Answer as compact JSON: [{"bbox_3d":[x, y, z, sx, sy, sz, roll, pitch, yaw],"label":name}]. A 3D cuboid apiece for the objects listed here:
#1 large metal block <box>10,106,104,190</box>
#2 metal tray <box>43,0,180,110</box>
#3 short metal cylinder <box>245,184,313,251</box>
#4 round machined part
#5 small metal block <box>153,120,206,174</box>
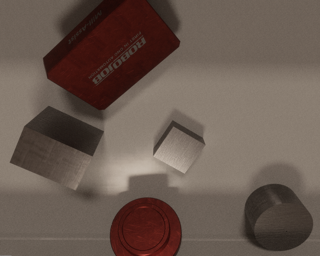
[{"bbox_3d":[-0.124,0.022,0.388,0.080,0.080,0.050,26,108,-10],"label":"large metal block"},{"bbox_3d":[-0.053,-0.086,0.351,0.130,0.030,0.090,-38,141,13],"label":"metal tray"},{"bbox_3d":[0.169,0.128,0.448,0.081,0.050,0.079,0,110,-1],"label":"short metal cylinder"},{"bbox_3d":[-0.020,0.141,0.422,0.099,0.098,0.042,-5,148,1],"label":"round machined part"},{"bbox_3d":[0.025,0.026,0.421,0.050,0.025,0.050,30,107,-11],"label":"small metal block"}]
